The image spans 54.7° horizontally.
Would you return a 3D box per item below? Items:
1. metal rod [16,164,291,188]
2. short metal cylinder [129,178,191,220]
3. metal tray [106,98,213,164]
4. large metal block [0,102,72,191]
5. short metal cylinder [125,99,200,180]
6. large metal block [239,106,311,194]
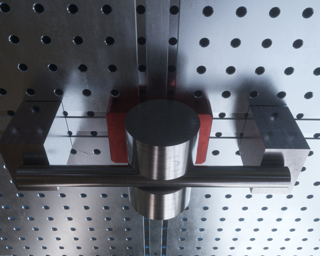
[{"bbox_3d":[-0.006,0.055,0.352,0.302,0.025,0.025,0,130,-1],"label":"metal rod"},{"bbox_3d":[0.000,0.068,0.394,0.081,0.080,0.050,1,130,-1],"label":"short metal cylinder"},{"bbox_3d":[-0.001,0.006,0.413,0.131,0.030,0.089,1,130,-1],"label":"metal tray"},{"bbox_3d":[-0.152,0.022,0.391,0.050,0.080,0.079,1,130,-1],"label":"large metal block"},{"bbox_3d":[0.002,0.011,0.346,0.081,0.080,0.050,1,130,-1],"label":"short metal cylinder"},{"bbox_3d":[0.141,0.028,0.399,0.050,0.080,0.079,1,130,-1],"label":"large metal block"}]
